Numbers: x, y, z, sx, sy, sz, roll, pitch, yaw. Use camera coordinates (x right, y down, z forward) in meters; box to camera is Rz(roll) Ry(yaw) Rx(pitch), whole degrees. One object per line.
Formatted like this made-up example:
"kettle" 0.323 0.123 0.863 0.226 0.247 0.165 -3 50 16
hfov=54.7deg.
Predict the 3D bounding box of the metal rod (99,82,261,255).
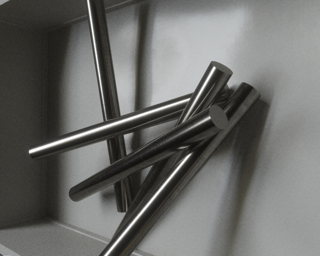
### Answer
"metal rod" 0.001 0.075 0.325 0.025 0.025 0.300 39 88 33

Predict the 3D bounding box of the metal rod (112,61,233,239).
"metal rod" 0.001 0.054 0.383 0.025 0.025 0.298 47 125 30

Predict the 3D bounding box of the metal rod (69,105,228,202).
"metal rod" -0.039 0.047 0.387 0.299 0.025 0.025 -32 70 43

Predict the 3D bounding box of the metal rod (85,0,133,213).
"metal rod" -0.070 -0.029 0.437 0.025 0.025 0.298 -4 96 40

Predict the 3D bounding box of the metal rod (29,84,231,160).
"metal rod" -0.055 -0.001 0.406 0.300 0.025 0.025 -16 80 24
